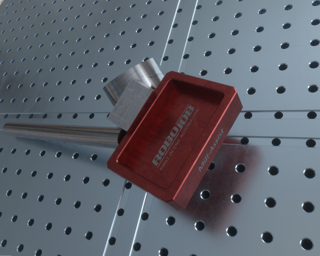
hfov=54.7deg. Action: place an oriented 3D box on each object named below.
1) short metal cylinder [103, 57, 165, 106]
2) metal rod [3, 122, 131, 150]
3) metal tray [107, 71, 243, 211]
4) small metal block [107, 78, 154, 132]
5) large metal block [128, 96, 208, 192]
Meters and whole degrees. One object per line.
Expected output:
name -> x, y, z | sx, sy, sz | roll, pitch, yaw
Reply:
short metal cylinder -> -0.027, -0.050, 0.409 | 0.080, 0.080, 0.050 | -30, 95, 8
metal rod -> -0.150, 0.007, 0.442 | 0.300, 0.025, 0.025 | 3, 63, 41
metal tray -> 0.015, 0.007, 0.323 | 0.090, 0.030, 0.130 | 22, 73, 36
small metal block -> -0.031, -0.027, 0.346 | 0.025, 0.050, 0.050 | 33, 98, -1
large metal block -> 0.003, 0.019, 0.376 | 0.080, 0.050, 0.080 | -31, 52, 8
